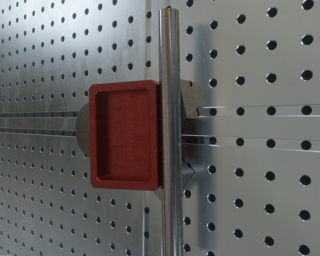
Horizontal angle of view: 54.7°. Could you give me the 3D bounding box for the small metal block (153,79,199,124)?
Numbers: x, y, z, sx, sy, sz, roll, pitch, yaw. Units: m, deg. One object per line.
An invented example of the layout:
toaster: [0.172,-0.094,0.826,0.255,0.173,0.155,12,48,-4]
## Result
small metal block: [0.016,-0.029,0.394,0.050,0.025,0.050,-19,78,38]

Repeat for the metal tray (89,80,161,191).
metal tray: [-0.041,0.009,0.386,0.090,0.030,0.129,-1,89,20]

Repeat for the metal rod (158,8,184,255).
metal rod: [0.013,0.012,0.364,0.025,0.025,0.298,-2,89,39]

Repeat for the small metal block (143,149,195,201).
small metal block: [0.008,0.059,0.400,0.050,0.025,0.050,46,117,29]

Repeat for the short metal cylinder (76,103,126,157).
short metal cylinder: [-0.079,0.002,0.454,0.080,0.050,0.079,0,90,39]
